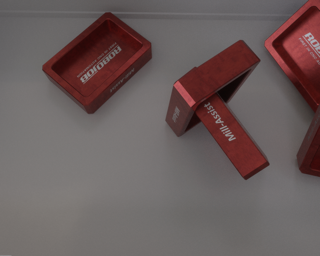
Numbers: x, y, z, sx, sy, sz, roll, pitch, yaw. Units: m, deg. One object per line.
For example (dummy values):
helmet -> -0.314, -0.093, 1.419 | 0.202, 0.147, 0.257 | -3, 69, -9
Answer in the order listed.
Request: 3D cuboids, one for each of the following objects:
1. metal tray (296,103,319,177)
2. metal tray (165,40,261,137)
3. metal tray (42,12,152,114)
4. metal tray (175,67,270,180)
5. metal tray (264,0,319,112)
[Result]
metal tray -> 0.224, 0.004, 0.354 | 0.090, 0.129, 0.030 | 12, 35, 8
metal tray -> 0.055, -0.040, 0.367 | 0.090, 0.130, 0.030 | -34, 79, -11
metal tray -> -0.086, -0.095, 0.440 | 0.090, 0.030, 0.130 | 40, 75, 13
metal tray -> 0.076, -0.006, 0.368 | 0.030, 0.090, 0.130 | -37, 80, 14
metal tray -> 0.213, -0.095, 0.411 | 0.030, 0.090, 0.130 | -11, 65, -45
